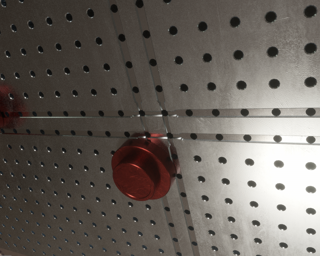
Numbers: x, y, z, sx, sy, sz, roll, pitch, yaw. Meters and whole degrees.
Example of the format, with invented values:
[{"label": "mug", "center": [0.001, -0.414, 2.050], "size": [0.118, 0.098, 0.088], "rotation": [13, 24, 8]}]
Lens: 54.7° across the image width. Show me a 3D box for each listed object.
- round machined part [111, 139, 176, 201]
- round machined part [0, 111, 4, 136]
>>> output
[{"label": "round machined part", "center": [-0.030, 0.069, 0.457], "size": [0.098, 0.042, 0.097], "rotation": [13, 124, 20]}, {"label": "round machined part", "center": [-0.325, -0.017, 0.557], "size": [0.098, 0.042, 0.097], "rotation": [13, 124, 20]}]
